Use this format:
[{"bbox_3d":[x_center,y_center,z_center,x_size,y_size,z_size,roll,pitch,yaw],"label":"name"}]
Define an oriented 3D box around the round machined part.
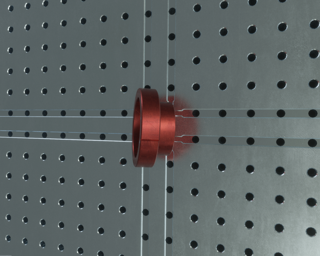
[{"bbox_3d":[-0.008,0.000,0.387,0.042,0.098,0.097,3,91,-11],"label":"round machined part"}]
